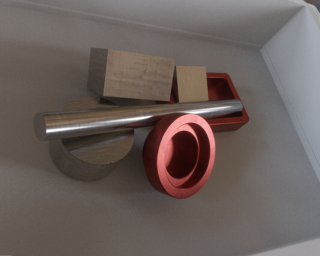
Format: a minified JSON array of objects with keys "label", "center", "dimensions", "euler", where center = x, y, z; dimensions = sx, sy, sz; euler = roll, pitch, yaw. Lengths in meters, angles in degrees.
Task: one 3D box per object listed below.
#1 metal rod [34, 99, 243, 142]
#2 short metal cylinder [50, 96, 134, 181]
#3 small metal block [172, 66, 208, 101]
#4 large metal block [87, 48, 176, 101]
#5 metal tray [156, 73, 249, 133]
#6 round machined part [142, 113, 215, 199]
[{"label":"metal rod","center":[0.007,-0.017,0.366],"dimensions":[0.302,0.025,0.025],"euler":[-8,66,-44]},{"label":"short metal cylinder","center":[-0.075,0.012,0.340],"dimensions":[0.081,0.050,0.080],"euler":[14,56,-21]},{"label":"small metal block","center":[0.039,-0.060,0.435],"dimensions":[0.050,0.025,0.050],"euler":[-5,90,-31]},{"label":"large metal block","center":[-0.038,-0.067,0.380],"dimensions":[0.081,0.080,0.050],"euler":[2,103,-26]},{"label":"metal tray","center":[0.061,-0.038,0.457],"dimensions":[0.131,0.030,0.090],"euler":[-5,64,-31]},{"label":"round machined part","center":[0.018,0.030,0.365],"dimensions":[0.099,0.042,0.097],"euler":[-6,99,-42]}]
